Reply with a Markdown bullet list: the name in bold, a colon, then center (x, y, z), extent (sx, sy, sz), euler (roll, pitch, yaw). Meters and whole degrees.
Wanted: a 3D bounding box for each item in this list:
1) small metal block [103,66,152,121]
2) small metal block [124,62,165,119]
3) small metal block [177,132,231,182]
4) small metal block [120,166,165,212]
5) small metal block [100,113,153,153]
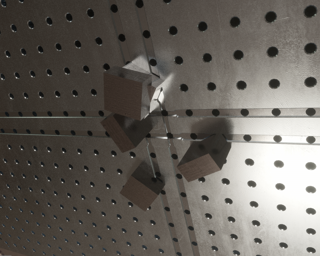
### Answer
- **small metal block**: center (-0.039, -0.042, 0.372), extent (0.050, 0.025, 0.050), euler (17, 125, 17)
- **small metal block**: center (-0.029, -0.048, 0.396), extent (0.050, 0.025, 0.050), euler (30, 128, 8)
- **small metal block**: center (0.056, 0.036, 0.387), extent (0.050, 0.050, 0.025), euler (-29, 102, 37)
- **small metal block**: center (-0.028, 0.095, 0.483), extent (0.050, 0.025, 0.050), euler (36, 129, 4)
- **small metal block**: center (-0.043, -0.003, 0.414), extent (0.025, 0.050, 0.050), euler (-24, 106, 37)
